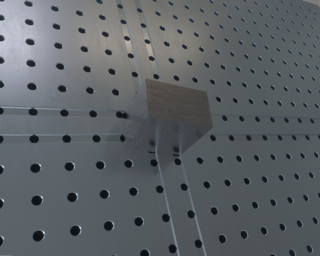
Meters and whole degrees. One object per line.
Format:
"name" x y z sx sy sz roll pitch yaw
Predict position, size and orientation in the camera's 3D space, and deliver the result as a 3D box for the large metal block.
"large metal block" 0.006 -0.009 0.381 0.081 0.080 0.050 9 58 -24
